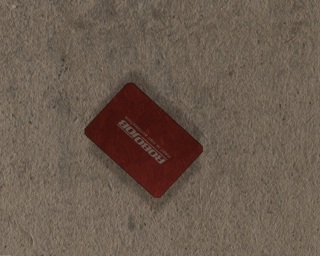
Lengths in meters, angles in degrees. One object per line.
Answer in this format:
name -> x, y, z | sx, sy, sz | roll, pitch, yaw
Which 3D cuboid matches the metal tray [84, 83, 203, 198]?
metal tray -> -0.021, 0.016, 0.407 | 0.130, 0.030, 0.090 | 42, 90, -1
